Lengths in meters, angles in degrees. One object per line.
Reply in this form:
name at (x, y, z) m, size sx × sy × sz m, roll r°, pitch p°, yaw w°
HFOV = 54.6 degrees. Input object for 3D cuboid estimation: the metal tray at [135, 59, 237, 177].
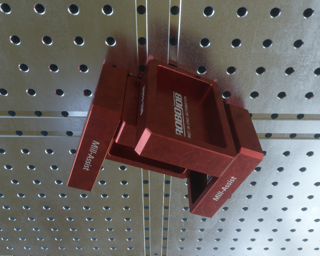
metal tray at (0.024, -0.016, 0.328) m, size 0.091 × 0.130 × 0.030 m, roll 17°, pitch 128°, yaw -15°

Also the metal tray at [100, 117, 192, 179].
metal tray at (-0.006, 0.017, 0.422) m, size 0.131 × 0.030 × 0.089 m, roll 17°, pitch 128°, yaw -15°

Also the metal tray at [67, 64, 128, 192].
metal tray at (-0.075, 0.001, 0.369) m, size 0.030 × 0.090 × 0.129 m, roll 17°, pitch 128°, yaw -14°

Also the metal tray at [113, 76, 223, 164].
metal tray at (0.016, -0.007, 0.363) m, size 0.131 × 0.090 × 0.030 m, roll 17°, pitch 128°, yaw -14°

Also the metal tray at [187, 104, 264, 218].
metal tray at (0.077, 0.044, 0.406) m, size 0.030 × 0.090 × 0.129 m, roll 17°, pitch 128°, yaw -14°
